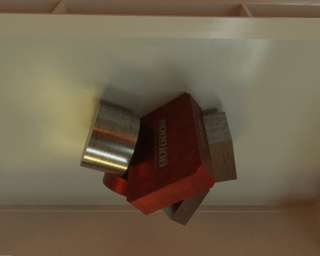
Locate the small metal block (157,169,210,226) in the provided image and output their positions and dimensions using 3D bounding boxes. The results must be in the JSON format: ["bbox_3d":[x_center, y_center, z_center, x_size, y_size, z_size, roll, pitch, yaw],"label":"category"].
[{"bbox_3d":[0.023,0.078,0.368,0.025,0.050,0.050,35,90,-34],"label":"small metal block"}]

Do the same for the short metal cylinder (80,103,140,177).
[{"bbox_3d":[-0.062,0.015,0.382,0.050,0.080,0.079,18,128,-15],"label":"short metal cylinder"}]

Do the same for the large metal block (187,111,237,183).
[{"bbox_3d":[0.054,0.031,0.408,0.080,0.050,0.080,-11,134,9],"label":"large metal block"}]

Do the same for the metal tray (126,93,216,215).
[{"bbox_3d":[0.009,0.025,0.359,0.090,0.130,0.030,-28,126,21],"label":"metal tray"}]

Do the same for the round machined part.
[{"bbox_3d":[-0.025,0.065,0.427,0.099,0.098,0.042,16,93,-14],"label":"round machined part"}]
